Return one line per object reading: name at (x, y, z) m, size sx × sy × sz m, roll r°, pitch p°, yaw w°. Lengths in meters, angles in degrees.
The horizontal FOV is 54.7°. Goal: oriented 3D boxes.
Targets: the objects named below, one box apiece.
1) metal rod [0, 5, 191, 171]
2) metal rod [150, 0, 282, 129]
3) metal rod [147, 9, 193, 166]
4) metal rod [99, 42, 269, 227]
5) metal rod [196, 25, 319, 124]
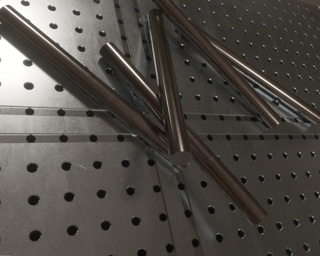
metal rod at (-0.080, -0.050, 0.396) m, size 0.300 × 0.025 × 0.025 m, roll 39°, pitch 51°, yaw -2°
metal rod at (0.092, -0.116, 0.518) m, size 0.300 × 0.025 × 0.025 m, roll 47°, pitch 51°, yaw -1°
metal rod at (0.007, -0.079, 0.422) m, size 0.025 × 0.025 × 0.300 m, roll 13°, pitch 44°, yaw -22°
metal rod at (0.020, -0.003, 0.397) m, size 0.025 × 0.025 × 0.300 m, roll -29°, pitch 70°, yaw -38°
metal rod at (0.170, -0.097, 0.561) m, size 0.301 × 0.025 × 0.025 m, roll 32°, pitch 51°, yaw -8°
